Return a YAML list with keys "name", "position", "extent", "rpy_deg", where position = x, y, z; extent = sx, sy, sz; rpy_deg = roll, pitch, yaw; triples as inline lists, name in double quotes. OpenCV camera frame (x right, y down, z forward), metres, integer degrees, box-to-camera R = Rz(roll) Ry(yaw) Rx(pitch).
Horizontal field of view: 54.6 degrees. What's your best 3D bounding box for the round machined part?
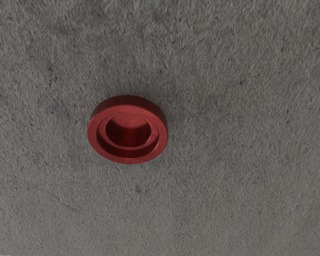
- name: "round machined part"
  position: [-0.039, -0.002, 0.394]
  extent: [0.099, 0.042, 0.097]
  rpy_deg: [0, 130, 0]
